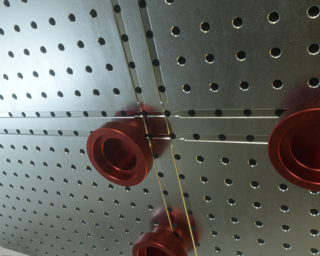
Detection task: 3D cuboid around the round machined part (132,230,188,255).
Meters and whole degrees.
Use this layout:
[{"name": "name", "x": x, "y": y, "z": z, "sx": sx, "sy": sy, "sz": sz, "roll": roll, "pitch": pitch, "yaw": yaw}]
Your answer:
[{"name": "round machined part", "x": 0.005, "y": 0.214, "z": 0.530, "sx": 0.098, "sy": 0.042, "sz": 0.097, "roll": 13, "pitch": 124, "yaw": 21}]

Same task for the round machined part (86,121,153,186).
[{"name": "round machined part", "x": -0.054, "y": 0.033, "z": 0.450, "sx": 0.098, "sy": 0.042, "sz": 0.097, "roll": 13, "pitch": 124, "yaw": 21}]

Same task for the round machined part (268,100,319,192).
[{"name": "round machined part", "x": 0.166, "y": 0.015, "z": 0.322, "sx": 0.098, "sy": 0.042, "sz": 0.097, "roll": 13, "pitch": 124, "yaw": 21}]
